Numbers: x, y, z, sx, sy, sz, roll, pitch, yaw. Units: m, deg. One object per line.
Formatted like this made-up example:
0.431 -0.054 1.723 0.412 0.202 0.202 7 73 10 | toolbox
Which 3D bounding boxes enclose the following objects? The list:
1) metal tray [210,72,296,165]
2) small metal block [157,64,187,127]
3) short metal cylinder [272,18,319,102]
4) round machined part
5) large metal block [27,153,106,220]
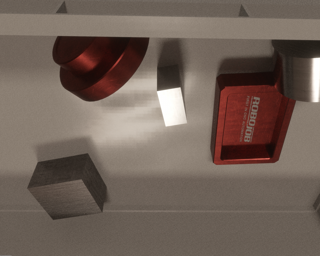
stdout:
0.116 -0.008 0.400 0.091 0.030 0.129 -2 130 1 | metal tray
0.014 -0.038 0.360 0.025 0.050 0.050 -9 130 7 | small metal block
0.158 -0.071 0.315 0.080 0.080 0.050 -12 129 10 | short metal cylinder
-0.062 -0.077 0.290 0.098 0.098 0.042 -30 139 22 | round machined part
-0.136 0.090 0.467 0.080 0.050 0.080 -11 130 8 | large metal block
